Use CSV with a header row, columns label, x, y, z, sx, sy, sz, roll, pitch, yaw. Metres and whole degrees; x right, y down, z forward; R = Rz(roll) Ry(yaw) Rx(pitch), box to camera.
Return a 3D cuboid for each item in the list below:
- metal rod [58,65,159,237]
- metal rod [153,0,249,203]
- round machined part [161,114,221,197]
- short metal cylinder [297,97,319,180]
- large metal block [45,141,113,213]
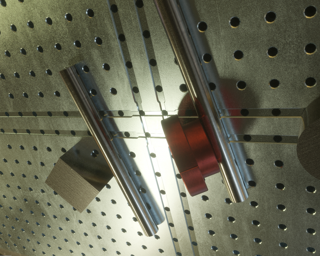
label,x,y,z,sx,sy,sz,roll,pitch,yaw
metal rod,-0.071,0.046,0.475,0.025,0.025,0.299,-11,113,32
metal rod,0.048,-0.038,0.361,0.025,0.025,0.299,-11,113,32
round machined part,0.039,0.028,0.369,0.042,0.098,0.098,-22,110,4
short metal cylinder,0.181,0.010,0.306,0.080,0.050,0.079,13,124,20
large metal block,-0.132,0.082,0.513,0.080,0.050,0.080,41,129,0
